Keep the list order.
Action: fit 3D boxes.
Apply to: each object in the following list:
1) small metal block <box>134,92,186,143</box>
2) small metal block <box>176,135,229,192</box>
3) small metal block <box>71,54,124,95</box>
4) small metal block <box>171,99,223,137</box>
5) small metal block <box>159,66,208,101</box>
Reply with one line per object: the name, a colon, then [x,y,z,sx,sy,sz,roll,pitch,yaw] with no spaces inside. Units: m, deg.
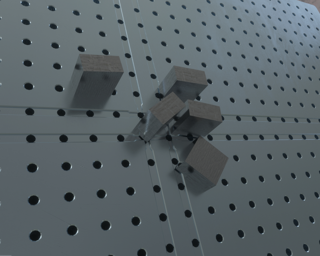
small metal block: [0.000,-0.014,0.402,0.025,0.050,0.050,47,51,4]
small metal block: [0.057,0.047,0.412,0.050,0.025,0.050,38,51,-3]
small metal block: [-0.080,-0.066,0.390,0.050,0.050,0.025,-5,64,-31]
small metal block: [0.049,-0.011,0.427,0.050,0.050,0.025,10,58,-23]
small metal block: [0.033,-0.061,0.449,0.050,0.050,0.025,5,60,-26]
